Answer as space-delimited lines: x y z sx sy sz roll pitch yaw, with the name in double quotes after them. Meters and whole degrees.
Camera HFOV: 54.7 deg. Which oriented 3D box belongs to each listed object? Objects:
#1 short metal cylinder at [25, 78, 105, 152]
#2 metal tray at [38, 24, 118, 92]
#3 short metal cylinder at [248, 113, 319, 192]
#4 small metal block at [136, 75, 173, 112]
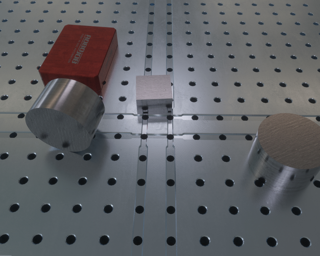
-0.115 -0.015 0.383 0.080 0.080 0.050 10 51 8 "short metal cylinder"
-0.127 -0.117 0.502 0.091 0.030 0.130 6 50 4 "metal tray"
0.151 0.028 0.369 0.081 0.050 0.080 0 50 0 "short metal cylinder"
-0.009 -0.051 0.450 0.050 0.025 0.050 -2 50 -2 "small metal block"
